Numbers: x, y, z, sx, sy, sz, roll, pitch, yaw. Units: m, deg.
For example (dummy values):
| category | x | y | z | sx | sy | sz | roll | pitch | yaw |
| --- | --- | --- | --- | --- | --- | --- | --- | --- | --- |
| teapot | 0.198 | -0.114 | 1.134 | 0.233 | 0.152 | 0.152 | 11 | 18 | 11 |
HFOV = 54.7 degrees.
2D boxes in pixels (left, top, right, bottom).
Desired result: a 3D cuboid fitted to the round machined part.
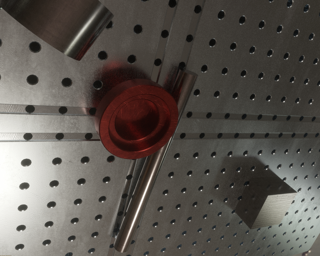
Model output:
| category | x | y | z | sx | sy | sz | roll | pitch | yaw |
| --- | --- | --- | --- | --- | --- | --- | --- | --- | --- |
| round machined part | -0.030 | -0.014 | 0.375 | 0.099 | 0.042 | 0.097 | -13 | 123 | -20 |

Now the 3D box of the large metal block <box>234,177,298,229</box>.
| category | x | y | z | sx | sy | sz | roll | pitch | yaw |
| --- | --- | --- | --- | --- | --- | --- | --- | --- | --- |
| large metal block | 0.203 | 0.143 | 0.598 | 0.081 | 0.050 | 0.079 | 3 | 117 | -30 |

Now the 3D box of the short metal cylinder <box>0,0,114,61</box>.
| category | x | y | z | sx | sy | sz | roll | pitch | yaw |
| --- | --- | --- | --- | --- | --- | --- | --- | --- | --- |
| short metal cylinder | -0.087 | -0.103 | 0.265 | 0.080 | 0.080 | 0.050 | 33 | 100 | -39 |

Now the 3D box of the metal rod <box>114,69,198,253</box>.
| category | x | y | z | sx | sy | sz | roll | pitch | yaw |
| --- | --- | --- | --- | --- | --- | --- | --- | --- | --- |
| metal rod | -0.013 | 0.060 | 0.442 | 0.025 | 0.025 | 0.298 | 7 | 115 | -32 |
